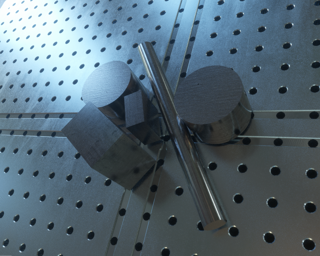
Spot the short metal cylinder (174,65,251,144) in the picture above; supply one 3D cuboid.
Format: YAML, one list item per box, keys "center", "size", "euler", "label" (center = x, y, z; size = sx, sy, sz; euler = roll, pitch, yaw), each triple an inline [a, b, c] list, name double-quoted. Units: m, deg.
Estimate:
- center: [0.064, -0.027, 0.371]
  size: [0.080, 0.050, 0.080]
  euler: [-13, 56, 21]
  label: "short metal cylinder"

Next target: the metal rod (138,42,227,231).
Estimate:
- center: [0.016, -0.014, 0.403]
  size: [0.025, 0.025, 0.299]
  euler: [-28, 52, 11]
  label: "metal rod"

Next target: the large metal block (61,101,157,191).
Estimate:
- center: [-0.063, 0.023, 0.386]
  size: [0.050, 0.080, 0.080]
  euler: [-48, 51, -4]
  label: "large metal block"

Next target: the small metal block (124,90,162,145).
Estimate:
- center: [-0.022, -0.013, 0.406]
  size: [0.025, 0.050, 0.050]
  euler: [-19, 54, 17]
  label: "small metal block"

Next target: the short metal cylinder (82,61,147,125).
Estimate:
- center: [-0.066, -0.051, 0.453]
  size: [0.080, 0.050, 0.080]
  euler: [-13, 56, 21]
  label: "short metal cylinder"
